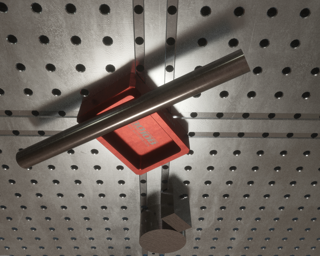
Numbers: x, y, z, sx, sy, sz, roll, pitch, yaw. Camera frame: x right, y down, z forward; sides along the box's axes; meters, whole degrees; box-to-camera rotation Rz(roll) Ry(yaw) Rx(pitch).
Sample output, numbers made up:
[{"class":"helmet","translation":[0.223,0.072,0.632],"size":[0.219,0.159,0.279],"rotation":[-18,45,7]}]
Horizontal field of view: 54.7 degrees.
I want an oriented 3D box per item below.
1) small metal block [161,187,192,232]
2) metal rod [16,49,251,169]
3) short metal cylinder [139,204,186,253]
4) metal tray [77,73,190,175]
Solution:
[{"class":"small metal block","translation":[0.026,0.135,0.511],"size":[0.025,0.050,0.050],"rotation":[-30,124,22]},{"class":"metal rod","translation":[-0.045,-0.014,0.358],"size":[0.300,0.025,0.025],"rotation":[-23,127,17]},{"class":"short metal cylinder","translation":[0.004,0.178,0.548],"size":[0.081,0.050,0.079],"rotation":[0,130,0]},{"class":"metal tray","translation":[-0.031,0.001,0.408],"size":[0.090,0.030,0.130],"rotation":[-28,125,21]}]
